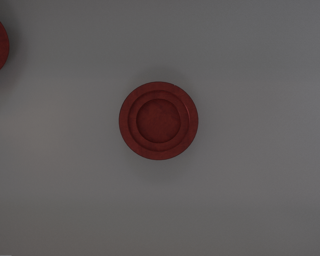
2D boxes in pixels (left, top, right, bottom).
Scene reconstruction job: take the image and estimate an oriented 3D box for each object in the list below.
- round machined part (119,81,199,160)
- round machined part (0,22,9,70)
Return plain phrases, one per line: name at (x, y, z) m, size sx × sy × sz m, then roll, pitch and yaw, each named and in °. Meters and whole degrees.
round machined part at (-0.002, -0.009, 0.403) m, size 0.099 × 0.042 × 0.097 m, roll 0°, pitch 90°, yaw 0°
round machined part at (-0.245, -0.105, 0.387) m, size 0.099 × 0.042 × 0.097 m, roll -4°, pitch 98°, yaw -30°
